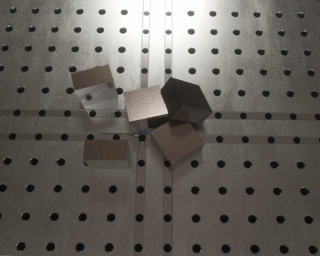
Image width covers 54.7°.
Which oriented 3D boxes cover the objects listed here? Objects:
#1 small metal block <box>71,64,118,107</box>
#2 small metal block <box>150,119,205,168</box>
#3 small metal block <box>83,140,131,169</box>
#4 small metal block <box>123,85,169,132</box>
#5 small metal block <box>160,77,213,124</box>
[{"bbox_3d":[-0.087,-0.057,0.418,0.050,0.050,0.025,-16,71,-6],"label":"small metal block"},{"bbox_3d":[0.022,0.016,0.406,0.050,0.025,0.050,-31,74,-11],"label":"small metal block"},{"bbox_3d":[-0.064,0.034,0.385,0.050,0.050,0.025,0,70,0],"label":"small metal block"},{"bbox_3d":[-0.019,-0.026,0.415,0.050,0.025,0.050,-12,57,-5],"label":"small metal block"},{"bbox_3d":[0.034,-0.035,0.405,0.050,0.025,0.050,10,46,-36],"label":"small metal block"}]
